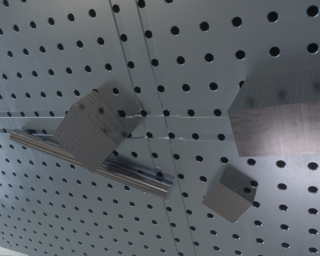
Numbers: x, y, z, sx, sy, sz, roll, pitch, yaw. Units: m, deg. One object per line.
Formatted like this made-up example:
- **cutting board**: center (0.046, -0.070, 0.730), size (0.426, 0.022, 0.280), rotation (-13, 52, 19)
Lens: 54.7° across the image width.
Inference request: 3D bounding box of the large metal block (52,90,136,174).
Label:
- **large metal block**: center (-0.096, 0.006, 0.450), size (0.080, 0.050, 0.080), rotation (43, 129, -2)

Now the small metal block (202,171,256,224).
- **small metal block**: center (0.093, 0.094, 0.421), size (0.050, 0.025, 0.050), rotation (33, 129, 6)

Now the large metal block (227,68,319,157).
- **large metal block**: center (0.120, -0.016, 0.302), size (0.080, 0.080, 0.050), rotation (-6, 116, 31)

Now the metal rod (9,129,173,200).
- **metal rod**: center (-0.123, 0.055, 0.509), size (0.301, 0.025, 0.025), rotation (17, 125, 18)
